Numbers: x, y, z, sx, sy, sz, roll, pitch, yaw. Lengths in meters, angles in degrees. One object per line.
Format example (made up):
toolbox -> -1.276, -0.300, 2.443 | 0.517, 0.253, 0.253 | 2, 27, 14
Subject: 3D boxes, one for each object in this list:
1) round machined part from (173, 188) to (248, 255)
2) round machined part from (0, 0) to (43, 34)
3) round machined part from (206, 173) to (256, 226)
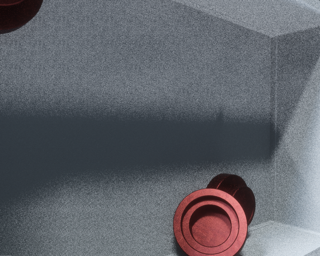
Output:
round machined part -> 0.070, 0.136, 0.428 | 0.098, 0.098, 0.042 | -62, 155, -21
round machined part -> -0.150, -0.136, 0.270 | 0.099, 0.042, 0.097 | 0, 90, -40
round machined part -> 0.115, 0.123, 0.492 | 0.099, 0.042, 0.097 | 0, 90, -40
